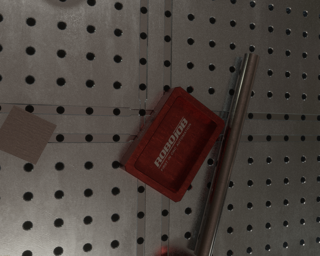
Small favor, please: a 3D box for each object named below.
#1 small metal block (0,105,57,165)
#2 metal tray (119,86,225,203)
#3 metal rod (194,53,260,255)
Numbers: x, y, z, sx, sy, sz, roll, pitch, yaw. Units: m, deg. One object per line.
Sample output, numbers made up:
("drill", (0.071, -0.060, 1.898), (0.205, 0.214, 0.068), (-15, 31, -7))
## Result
("small metal block", (-0.155, 0.008, 0.356), (0.050, 0.025, 0.050), (28, 81, -18))
("metal tray", (0.019, 0.021, 0.417), (0.090, 0.030, 0.130), (36, 78, -17))
("metal rod", (0.099, 0.036, 0.450), (0.025, 0.025, 0.299), (17, 84, -20))
